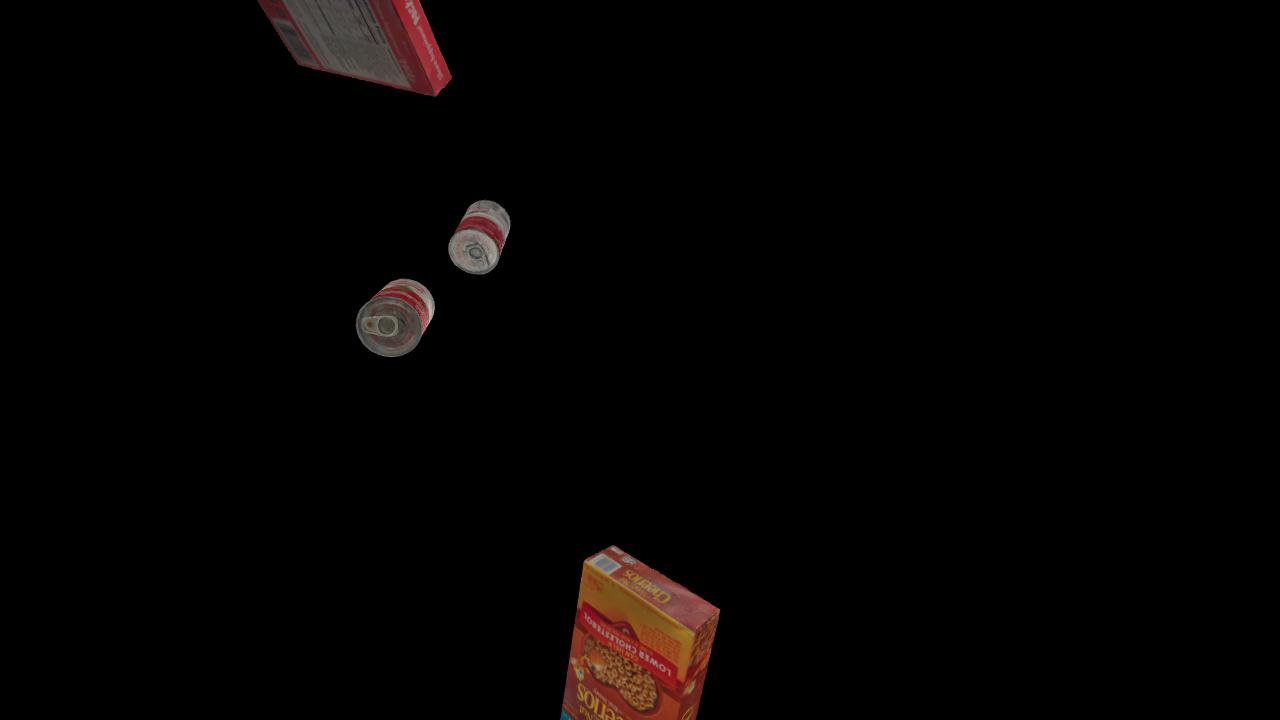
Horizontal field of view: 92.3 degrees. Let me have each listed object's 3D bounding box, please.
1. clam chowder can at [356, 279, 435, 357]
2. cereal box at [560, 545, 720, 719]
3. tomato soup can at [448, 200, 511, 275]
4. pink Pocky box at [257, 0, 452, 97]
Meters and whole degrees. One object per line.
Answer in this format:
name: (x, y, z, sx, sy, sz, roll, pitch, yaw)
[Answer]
clam chowder can: (-0.275, -0.051, 0.700, 0.068, 0.068, 0.102, 0, 18, -10)
cereal box: (-0.009, 0.460, 0.911, 0.203, 0.306, 0.081, 21, 19, 34)
tomato soup can: (-0.221, -0.173, 0.854, 0.068, 0.068, 0.101, 0, 38, -1)
pink Pocky box: (-0.228, -0.262, 0.479, 0.155, 0.029, 0.084, 20, -26, 19)
